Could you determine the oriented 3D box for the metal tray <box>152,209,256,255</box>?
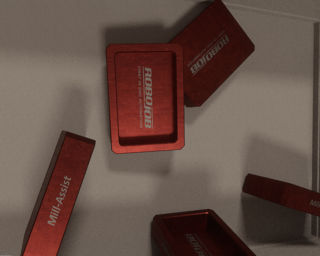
[{"bbox_3d":[0.053,0.148,0.374,0.091,0.130,0.030,0,106,-20],"label":"metal tray"}]

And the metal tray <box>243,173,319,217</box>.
[{"bbox_3d":[0.201,0.103,0.452,0.131,0.090,0.030,19,84,-19],"label":"metal tray"}]

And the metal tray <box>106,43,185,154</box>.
[{"bbox_3d":[-0.018,-0.037,0.381,0.091,0.030,0.129,-3,101,-9],"label":"metal tray"}]

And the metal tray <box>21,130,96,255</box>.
[{"bbox_3d":[-0.111,0.069,0.335,0.030,0.090,0.129,20,83,-19],"label":"metal tray"}]

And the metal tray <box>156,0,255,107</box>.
[{"bbox_3d":[0.061,-0.103,0.432,0.130,0.030,0.090,-46,105,-15],"label":"metal tray"}]
